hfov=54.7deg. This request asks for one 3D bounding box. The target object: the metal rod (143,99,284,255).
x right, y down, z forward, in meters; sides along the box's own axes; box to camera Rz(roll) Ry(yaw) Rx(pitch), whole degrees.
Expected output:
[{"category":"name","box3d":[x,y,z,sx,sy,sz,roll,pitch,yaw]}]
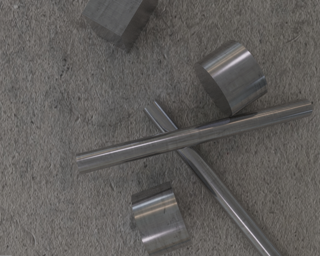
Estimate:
[{"category":"metal rod","box3d":[0.081,0.086,0.410,0.025,0.025,0.300,-39,90,0]}]

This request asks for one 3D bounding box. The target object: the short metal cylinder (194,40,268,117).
[{"category":"short metal cylinder","box3d":[0.086,-0.060,0.383,0.050,0.080,0.080,-34,90,0]}]

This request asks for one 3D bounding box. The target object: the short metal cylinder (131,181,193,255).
[{"category":"short metal cylinder","box3d":[0.002,0.112,0.382,0.050,0.080,0.080,-20,90,0]}]

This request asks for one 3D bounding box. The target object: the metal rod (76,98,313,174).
[{"category":"metal rod","box3d":[0.049,0.008,0.388,0.302,0.025,0.025,-14,90,-9]}]

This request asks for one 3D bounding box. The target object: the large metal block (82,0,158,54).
[{"category":"large metal block","box3d":[-0.044,-0.148,0.382,0.050,0.080,0.080,31,90,0]}]
